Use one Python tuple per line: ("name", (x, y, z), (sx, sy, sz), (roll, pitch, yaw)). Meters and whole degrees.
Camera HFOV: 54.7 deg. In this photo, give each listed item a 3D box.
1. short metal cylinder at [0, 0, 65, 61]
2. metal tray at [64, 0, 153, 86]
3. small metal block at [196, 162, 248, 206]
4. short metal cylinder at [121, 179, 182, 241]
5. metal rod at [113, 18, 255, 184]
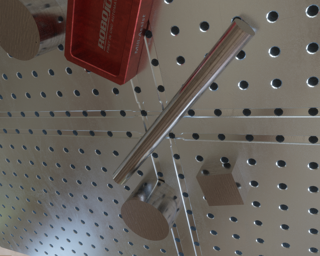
("short metal cylinder", (-0.170, -0.134, 0.402), (0.080, 0.050, 0.079), (13, 124, 21))
("metal tray", (-0.063, -0.126, 0.363), (0.090, 0.030, 0.129), (26, 128, 11))
("small metal block", (0.083, 0.076, 0.414), (0.050, 0.025, 0.050), (-12, 112, 33))
("short metal cylinder", (-0.013, 0.126, 0.480), (0.080, 0.050, 0.079), (13, 124, 21))
("metal rod", (0.010, -0.010, 0.399), (0.025, 0.025, 0.298), (40, 129, 1))
